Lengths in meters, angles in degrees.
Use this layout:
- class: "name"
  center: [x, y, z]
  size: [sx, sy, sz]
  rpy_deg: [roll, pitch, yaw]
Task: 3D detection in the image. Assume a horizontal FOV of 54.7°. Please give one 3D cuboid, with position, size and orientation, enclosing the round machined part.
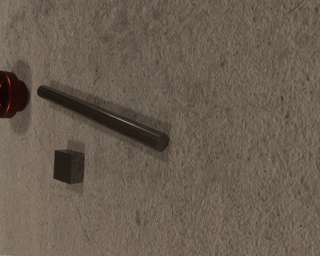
- class: "round machined part"
  center: [-0.315, -0.068, 0.649]
  size: [0.098, 0.042, 0.097]
  rpy_deg: [0, 90, 39]

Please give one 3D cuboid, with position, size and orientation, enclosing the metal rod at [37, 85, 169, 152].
- class: "metal rod"
  center: [-0.108, -0.025, 0.490]
  size: [0.300, 0.025, 0.025]
  rpy_deg: [22, 104, 37]

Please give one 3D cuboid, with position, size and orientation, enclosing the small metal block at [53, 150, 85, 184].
- class: "small metal block"
  center: [-0.157, 0.065, 0.531]
  size: [0.050, 0.025, 0.050]
  rpy_deg: [7, 94, 39]
